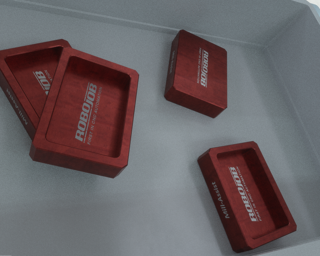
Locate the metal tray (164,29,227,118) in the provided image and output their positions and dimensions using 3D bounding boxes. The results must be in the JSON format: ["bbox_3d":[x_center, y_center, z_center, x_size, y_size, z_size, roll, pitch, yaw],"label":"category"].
[{"bbox_3d":[0.060,-0.087,0.487,0.091,0.030,0.130,20,54,-17],"label":"metal tray"}]

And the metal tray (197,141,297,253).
[{"bbox_3d":[0.114,0.086,0.411,0.091,0.030,0.130,-7,65,-31],"label":"metal tray"}]

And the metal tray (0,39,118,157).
[{"bbox_3d":[-0.121,-0.038,0.360,0.091,0.030,0.130,-26,76,-37],"label":"metal tray"}]

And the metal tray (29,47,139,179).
[{"bbox_3d":[-0.075,-0.019,0.333,0.091,0.030,0.130,17,55,-19],"label":"metal tray"}]
